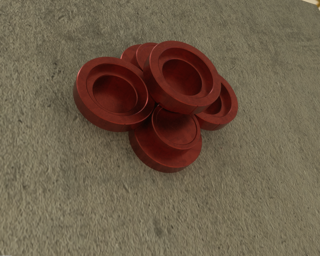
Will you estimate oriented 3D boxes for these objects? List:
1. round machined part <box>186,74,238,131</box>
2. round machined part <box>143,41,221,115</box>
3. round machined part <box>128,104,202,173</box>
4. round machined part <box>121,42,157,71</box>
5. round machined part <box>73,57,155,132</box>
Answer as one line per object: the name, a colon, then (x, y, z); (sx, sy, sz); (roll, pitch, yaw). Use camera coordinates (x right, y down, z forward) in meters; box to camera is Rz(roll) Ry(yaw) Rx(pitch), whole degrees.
round machined part: (0.061, -0.038, 0.453); (0.099, 0.042, 0.098); (14, 56, -21)
round machined part: (0.024, -0.058, 0.390); (0.099, 0.042, 0.098); (14, 56, -21)
round machined part: (0.013, 0.005, 0.400); (0.099, 0.042, 0.098); (14, 56, -21)
round machined part: (-0.009, -0.082, 0.441); (0.099, 0.042, 0.098); (14, 56, -21)
round machined part: (-0.059, -0.037, 0.386); (0.099, 0.042, 0.098); (14, 56, -21)
